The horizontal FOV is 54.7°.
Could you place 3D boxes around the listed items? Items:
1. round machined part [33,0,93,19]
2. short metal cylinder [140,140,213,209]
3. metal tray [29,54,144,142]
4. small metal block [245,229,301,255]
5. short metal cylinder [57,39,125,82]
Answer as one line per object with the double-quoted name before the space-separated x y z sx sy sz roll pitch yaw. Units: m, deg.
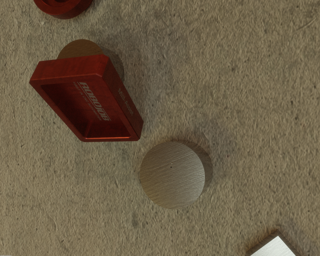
"round machined part" -0.133 -0.205 0.447 0.098 0.042 0.097 0 90 20
"short metal cylinder" 0.022 0.056 0.388 0.080 0.050 0.080 0 90 20
"metal tray" -0.084 -0.029 0.384 0.090 0.130 0.030 -2 55 17
"small metal block" 0.136 0.156 0.361 0.050 0.025 0.050 -44 77 14
"short metal cylinder" -0.097 -0.077 0.430 0.080 0.050 0.080 0 90 20
